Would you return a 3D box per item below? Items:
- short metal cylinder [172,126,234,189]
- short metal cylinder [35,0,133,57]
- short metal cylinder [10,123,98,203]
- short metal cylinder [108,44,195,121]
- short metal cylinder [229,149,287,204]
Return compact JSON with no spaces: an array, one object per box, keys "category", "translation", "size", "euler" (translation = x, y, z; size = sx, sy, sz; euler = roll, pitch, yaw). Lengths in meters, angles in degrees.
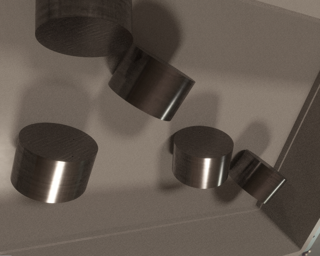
[{"category":"short metal cylinder","translation":[0.058,0.039,0.431],"size":[0.081,0.080,0.050],"euler":[-12,124,-22]},{"category":"short metal cylinder","translation":[-0.064,-0.100,0.268],"size":[0.081,0.080,0.050],"euler":[2,80,-30]},{"category":"short metal cylinder","translation":[-0.113,0.035,0.334],"size":[0.081,0.080,0.050],"euler":[7,115,-32]},{"category":"short metal cylinder","translation":[-0.009,-0.050,0.339],"size":[0.080,0.080,0.050],"euler":[22,106,-37]},{"category":"short metal cylinder","translation":[0.161,0.080,0.513],"size":[0.080,0.080,0.050],"euler":[28,103,-38]}]
